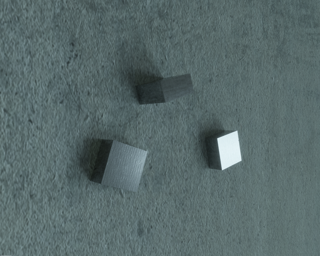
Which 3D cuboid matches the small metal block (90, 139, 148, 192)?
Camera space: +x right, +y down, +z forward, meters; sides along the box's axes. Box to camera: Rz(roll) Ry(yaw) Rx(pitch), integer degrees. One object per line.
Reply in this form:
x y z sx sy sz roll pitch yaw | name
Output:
-0.048 0.045 0.365 0.050 0.025 0.050 23 76 -38 | small metal block

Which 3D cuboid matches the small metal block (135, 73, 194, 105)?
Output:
0.006 -0.049 0.393 0.050 0.050 0.025 -22 104 -38 | small metal block

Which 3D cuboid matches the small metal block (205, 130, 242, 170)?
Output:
0.100 0.034 0.488 0.050 0.025 0.050 -17 101 -39 | small metal block
